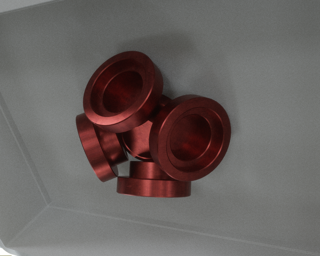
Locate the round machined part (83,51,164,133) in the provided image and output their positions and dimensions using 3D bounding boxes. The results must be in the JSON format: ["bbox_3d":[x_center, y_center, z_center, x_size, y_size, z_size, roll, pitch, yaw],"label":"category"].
[{"bbox_3d":[-0.039,-0.038,0.367,0.098,0.098,0.042,-4,154,29],"label":"round machined part"}]

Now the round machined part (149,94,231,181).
[{"bbox_3d":[0.031,0.009,0.361,0.042,0.099,0.097,28,139,58],"label":"round machined part"}]

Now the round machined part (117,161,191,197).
[{"bbox_3d":[-0.007,0.066,0.415,0.098,0.098,0.042,-1,82,28],"label":"round machined part"}]

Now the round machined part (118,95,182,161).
[{"bbox_3d":[-0.015,0.005,0.404,0.098,0.042,0.097,13,124,20],"label":"round machined part"}]

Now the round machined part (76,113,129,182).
[{"bbox_3d":[-0.074,0.021,0.422,0.042,0.098,0.097,-22,112,-4],"label":"round machined part"}]
